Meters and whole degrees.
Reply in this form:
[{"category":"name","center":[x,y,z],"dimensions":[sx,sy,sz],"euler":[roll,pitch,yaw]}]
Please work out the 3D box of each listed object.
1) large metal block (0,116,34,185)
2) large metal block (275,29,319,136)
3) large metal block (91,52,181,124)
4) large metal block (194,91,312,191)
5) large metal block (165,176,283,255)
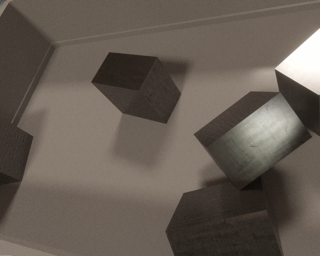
[{"category":"large metal block","center":[-0.254,0.035,0.479],"dimensions":[0.050,0.080,0.080],"euler":[-12,57,21]},{"category":"large metal block","center":[0.169,-0.050,0.312],"dimensions":[0.080,0.080,0.050],"euler":[-42,51,-1]},{"category":"large metal block","center":[-0.030,-0.054,0.417],"dimensions":[0.080,0.080,0.050],"euler":[14,69,33]},{"category":"large metal block","center":[0.086,0.008,0.312],"dimensions":[0.080,0.050,0.080],"euler":[-37,7,3]},{"category":"large metal block","center":[0.059,0.087,0.277],"dimensions":[0.080,0.080,0.050],"euler":[-18,96,17]}]
